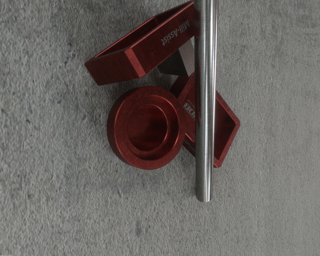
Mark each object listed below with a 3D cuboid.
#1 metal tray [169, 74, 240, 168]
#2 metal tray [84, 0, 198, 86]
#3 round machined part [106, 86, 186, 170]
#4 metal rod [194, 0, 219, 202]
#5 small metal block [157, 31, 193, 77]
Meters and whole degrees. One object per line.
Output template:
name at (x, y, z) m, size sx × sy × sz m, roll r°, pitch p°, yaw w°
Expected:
metal tray at (0.061, -0.013, 0.457) m, size 0.130 × 0.030 × 0.090 m, roll 45°, pitch 63°, yaw -31°
metal tray at (-0.012, -0.099, 0.354) m, size 0.131 × 0.090 × 0.030 m, roll -45°, pitch 118°, yaw -31°
round machined part at (-0.020, -0.001, 0.376) m, size 0.099 × 0.042 × 0.097 m, roll -3°, pitch 95°, yaw -34°
metal rod at (0.056, -0.021, 0.386) m, size 0.025 × 0.025 × 0.298 m, roll -33°, pitch 132°, yaw -35°
small metal block at (0.017, -0.096, 0.399) m, size 0.025 × 0.050 × 0.050 m, roll -49°, pitch 134°, yaw -26°
